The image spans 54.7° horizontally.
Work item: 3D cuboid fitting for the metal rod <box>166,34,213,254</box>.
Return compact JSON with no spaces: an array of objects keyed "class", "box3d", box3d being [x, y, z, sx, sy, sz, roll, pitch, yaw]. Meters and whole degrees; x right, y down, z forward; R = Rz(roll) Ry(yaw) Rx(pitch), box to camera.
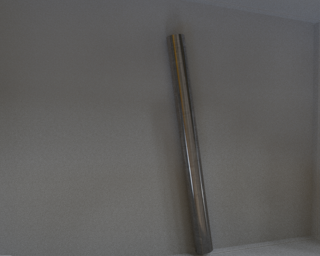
[{"class":"metal rod","box3d":[0.041,0.024,0.427,0.025,0.025,0.298,-9,93,-20]}]
